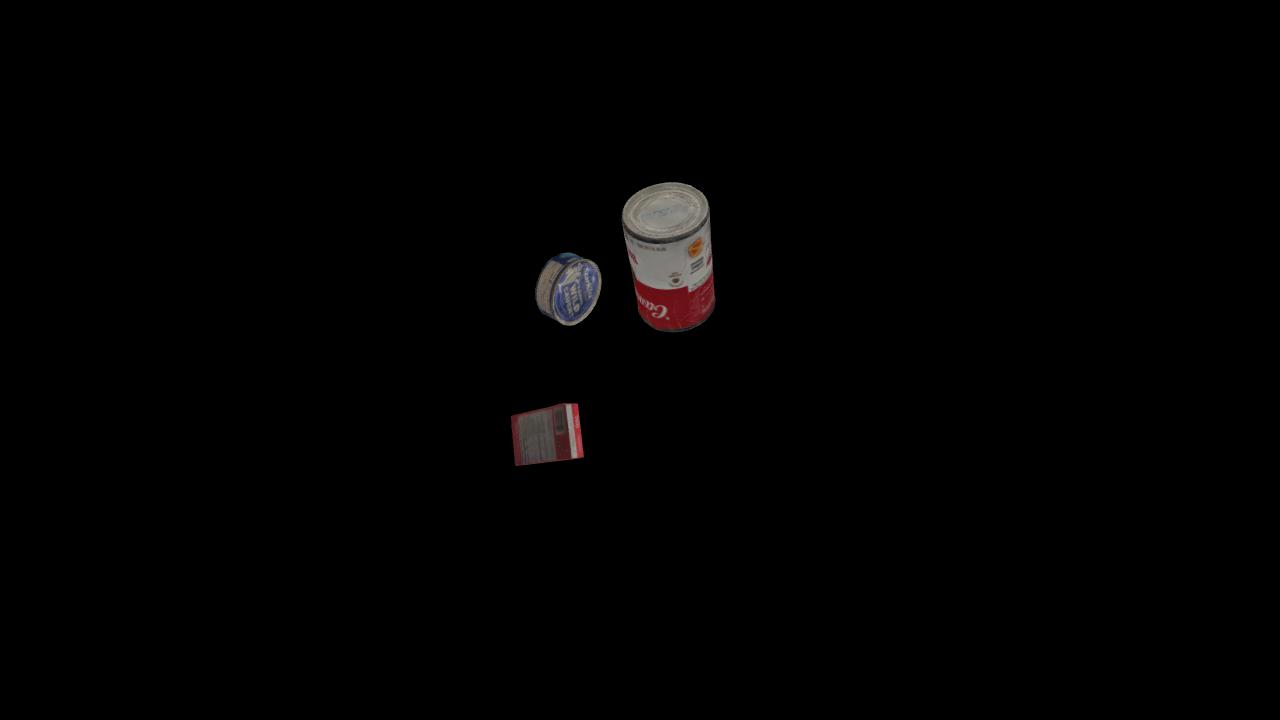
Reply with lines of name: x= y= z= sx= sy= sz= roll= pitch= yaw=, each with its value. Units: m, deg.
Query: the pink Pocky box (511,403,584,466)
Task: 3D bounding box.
pink Pocky box: x=-0.149 y=0.119 z=0.967 sx=0.029 sy=0.084 sz=0.155 roll=2 pitch=-12 yaw=-44

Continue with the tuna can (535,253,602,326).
tuna can: x=-0.086 y=-0.086 z=0.744 sx=0.034 sy=0.084 sz=0.084 roll=27 pitch=14 yaw=31

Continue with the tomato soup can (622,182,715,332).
tomato soup can: x=0.025 y=-0.080 z=0.489 sx=0.068 sy=0.068 sz=0.101 roll=0 pitch=-38 yaw=9
